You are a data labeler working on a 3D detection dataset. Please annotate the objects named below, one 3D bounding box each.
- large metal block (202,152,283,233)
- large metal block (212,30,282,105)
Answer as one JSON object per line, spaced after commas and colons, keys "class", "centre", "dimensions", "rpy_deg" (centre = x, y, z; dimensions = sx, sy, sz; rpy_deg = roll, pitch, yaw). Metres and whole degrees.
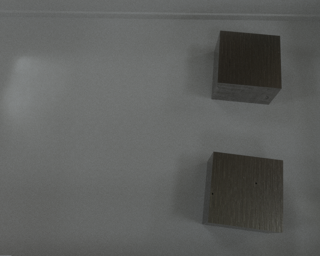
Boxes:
{"class": "large metal block", "centre": [0.097, 0.078, 0.368], "dimensions": [0.080, 0.050, 0.080], "rpy_deg": [7, 70, 2]}
{"class": "large metal block", "centre": [0.117, -0.082, 0.427], "dimensions": [0.080, 0.050, 0.080], "rpy_deg": [6, 70, 2]}
